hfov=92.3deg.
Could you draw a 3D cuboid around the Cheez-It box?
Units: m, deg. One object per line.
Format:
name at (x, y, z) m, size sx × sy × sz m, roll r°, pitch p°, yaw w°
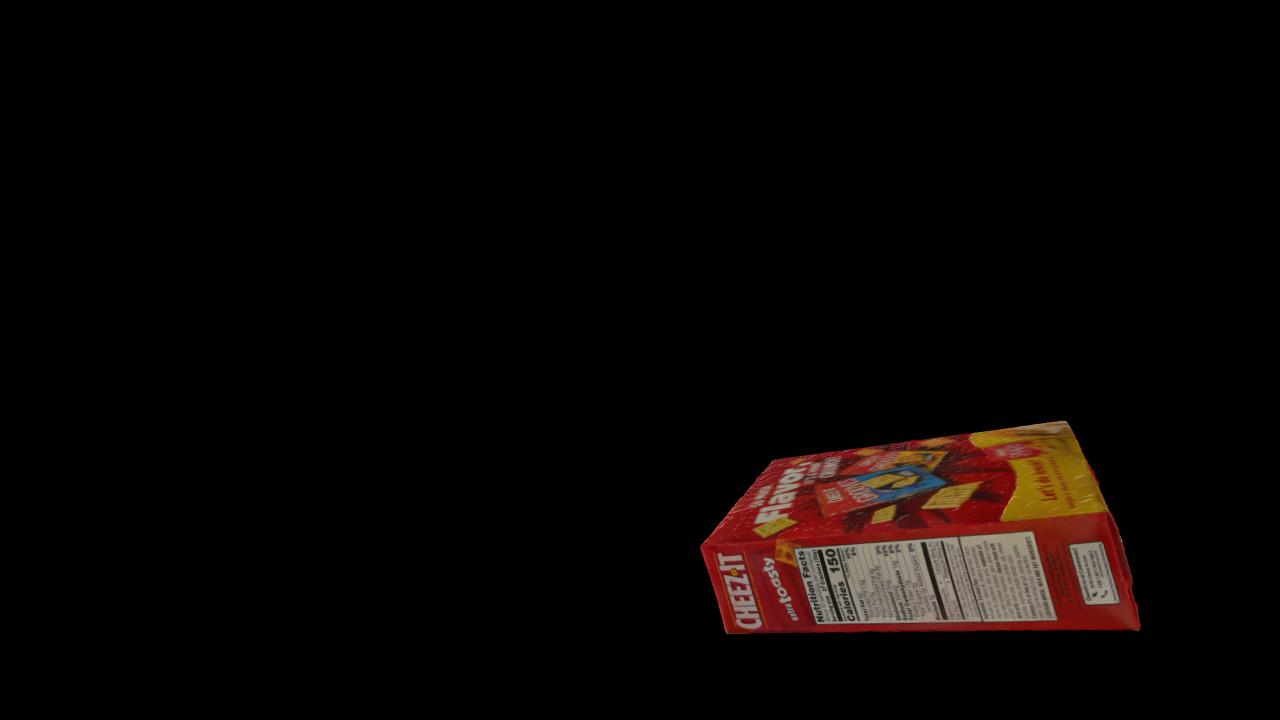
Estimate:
Cheez-It box at (0.174, 0.108, 0.410) m, size 0.223 × 0.071 × 0.166 m, roll -15°, pitch 3°, yaw 30°
